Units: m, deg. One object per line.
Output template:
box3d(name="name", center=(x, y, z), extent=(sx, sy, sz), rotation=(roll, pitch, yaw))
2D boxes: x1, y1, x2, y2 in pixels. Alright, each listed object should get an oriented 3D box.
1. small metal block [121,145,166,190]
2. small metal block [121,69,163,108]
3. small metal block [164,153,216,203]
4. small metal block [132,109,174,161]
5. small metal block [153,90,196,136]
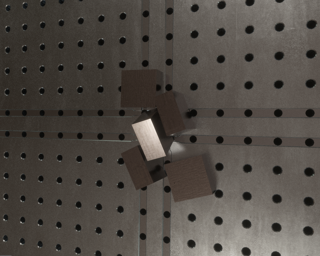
box3d(name="small metal block", center=(-0.020, 0.049, 0.405), extent=(0.025, 0.050, 0.050), rotation=(-27, 82, 18))
box3d(name="small metal block", center=(-0.024, -0.052, 0.420), extent=(0.050, 0.025, 0.050), rotation=(2, 91, 19))
box3d(name="small metal block", center=(0.039, 0.064, 0.398), extent=(0.050, 0.025, 0.050), rotation=(-17, 85, 18))
box3d(name="small metal block", center=(-0.008, 0.006, 0.394), extent=(0.025, 0.050, 0.050), rotation=(-17, 105, 19))
box3d(name="small metal block", center=(0.020, -0.018, 0.392), extent=(0.025, 0.050, 0.050), rotation=(-21, 83, 18))
